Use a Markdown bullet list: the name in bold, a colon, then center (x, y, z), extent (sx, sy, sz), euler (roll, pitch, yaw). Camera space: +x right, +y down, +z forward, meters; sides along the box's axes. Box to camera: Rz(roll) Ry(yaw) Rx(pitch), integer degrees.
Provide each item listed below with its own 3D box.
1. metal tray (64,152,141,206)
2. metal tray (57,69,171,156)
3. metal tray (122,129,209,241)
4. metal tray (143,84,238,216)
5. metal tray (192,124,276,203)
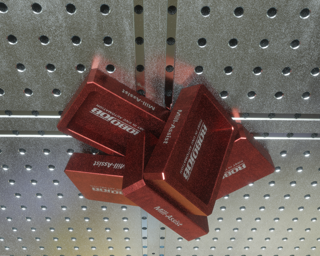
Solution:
- **metal tray**: center (-0.058, 0.077, 0.441), extent (0.131, 0.030, 0.090), euler (4, 143, 15)
- **metal tray**: center (-0.053, -0.007, 0.402), extent (0.131, 0.030, 0.090), euler (29, 124, -23)
- **metal tray**: center (0.010, 0.073, 0.391), extent (0.030, 0.090, 0.130), euler (-31, 124, 23)
- **metal tray**: center (0.042, 0.024, 0.365), extent (0.030, 0.130, 0.090), euler (-9, 136, 45)
- **metal tray**: center (0.089, 0.059, 0.458), extent (0.130, 0.030, 0.090), euler (-34, 123, 25)
